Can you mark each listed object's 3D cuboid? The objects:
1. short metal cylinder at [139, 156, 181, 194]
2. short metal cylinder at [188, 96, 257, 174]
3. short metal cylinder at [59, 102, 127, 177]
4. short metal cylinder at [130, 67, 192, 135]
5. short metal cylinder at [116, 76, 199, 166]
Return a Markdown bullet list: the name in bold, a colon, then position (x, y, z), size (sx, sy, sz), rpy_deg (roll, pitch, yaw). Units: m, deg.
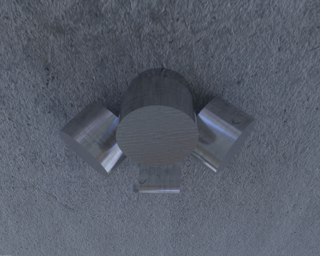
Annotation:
- **short metal cylinder**: position (-0.001, 0.047, 0.411), size (0.050, 0.080, 0.079), rpy_deg (1, 130, -2)
- **short metal cylinder**: position (0.071, 0.009, 0.374), size (0.050, 0.081, 0.079), rpy_deg (37, 131, 20)
- **short metal cylinder**: position (-0.075, 0.015, 0.377), size (0.080, 0.050, 0.080), rpy_deg (35, 158, 17)
- **short metal cylinder**: position (0.000, -0.025, 0.371), size (0.081, 0.050, 0.079), rpy_deg (0, 130, 0)
- **short metal cylinder**: position (-0.003, -0.006, 0.321), size (0.081, 0.050, 0.079), rpy_deg (0, 130, 0)
